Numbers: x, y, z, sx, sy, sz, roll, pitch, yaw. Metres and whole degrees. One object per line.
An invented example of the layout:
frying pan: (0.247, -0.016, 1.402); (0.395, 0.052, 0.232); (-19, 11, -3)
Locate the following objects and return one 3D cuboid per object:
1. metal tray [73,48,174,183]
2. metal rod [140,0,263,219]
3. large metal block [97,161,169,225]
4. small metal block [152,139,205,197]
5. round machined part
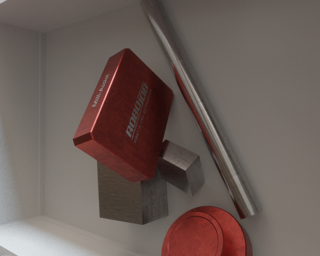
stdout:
metal tray: (-0.034, -0.016, 0.352); (0.030, 0.090, 0.130); (-19, 43, 38)
metal rod: (0.041, -0.040, 0.371); (0.025, 0.025, 0.299); (-36, 68, 34)
large metal block: (-0.038, 0.080, 0.420); (0.080, 0.050, 0.080); (-5, 87, 39)
small metal block: (0.023, 0.047, 0.369); (0.050, 0.025, 0.050); (25, 146, 37)
round machined part: (0.043, 0.128, 0.328); (0.098, 0.042, 0.098); (-21, 45, 22)
